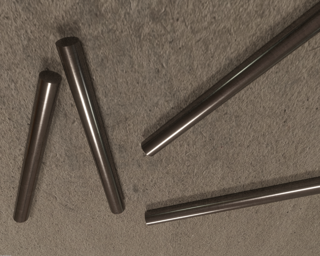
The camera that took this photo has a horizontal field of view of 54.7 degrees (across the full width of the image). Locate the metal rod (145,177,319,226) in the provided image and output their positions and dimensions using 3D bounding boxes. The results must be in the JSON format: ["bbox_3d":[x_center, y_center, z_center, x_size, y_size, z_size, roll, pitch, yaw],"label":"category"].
[{"bbox_3d":[0.121,0.123,0.513,0.301,0.025,0.025,-14,129,11],"label":"metal rod"}]

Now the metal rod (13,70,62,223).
[{"bbox_3d":[-0.182,0.047,0.444,0.025,0.025,0.298,17,128,-15],"label":"metal rod"}]

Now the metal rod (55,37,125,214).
[{"bbox_3d":[-0.084,0.021,0.424,0.025,0.025,0.298,-4,130,3],"label":"metal rod"}]

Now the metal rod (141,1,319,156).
[{"bbox_3d":[0.087,-0.054,0.362,0.025,0.025,0.299,36,121,-27],"label":"metal rod"}]
